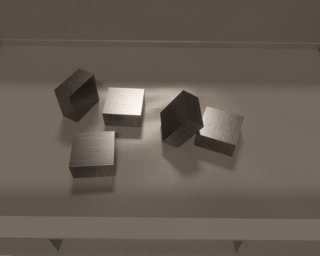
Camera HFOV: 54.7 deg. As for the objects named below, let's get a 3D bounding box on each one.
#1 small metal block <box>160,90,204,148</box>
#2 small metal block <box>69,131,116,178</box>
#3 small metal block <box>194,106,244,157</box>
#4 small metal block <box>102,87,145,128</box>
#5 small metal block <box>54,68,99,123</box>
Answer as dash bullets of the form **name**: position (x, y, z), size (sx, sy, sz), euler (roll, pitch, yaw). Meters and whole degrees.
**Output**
- **small metal block**: position (0.026, -0.011, 0.395), size (0.025, 0.050, 0.050), euler (23, 43, -28)
- **small metal block**: position (-0.080, 0.032, 0.377), size (0.050, 0.025, 0.050), euler (-3, 50, -3)
- **small metal block**: position (0.077, 0.004, 0.403), size (0.050, 0.025, 0.050), euler (17, 52, 13)
- **small metal block**: position (-0.049, -0.029, 0.429), size (0.050, 0.025, 0.050), euler (3, 50, 2)
- **small metal block**: position (-0.112, -0.044, 0.425), size (0.025, 0.050, 0.050), euler (24, 54, 18)
